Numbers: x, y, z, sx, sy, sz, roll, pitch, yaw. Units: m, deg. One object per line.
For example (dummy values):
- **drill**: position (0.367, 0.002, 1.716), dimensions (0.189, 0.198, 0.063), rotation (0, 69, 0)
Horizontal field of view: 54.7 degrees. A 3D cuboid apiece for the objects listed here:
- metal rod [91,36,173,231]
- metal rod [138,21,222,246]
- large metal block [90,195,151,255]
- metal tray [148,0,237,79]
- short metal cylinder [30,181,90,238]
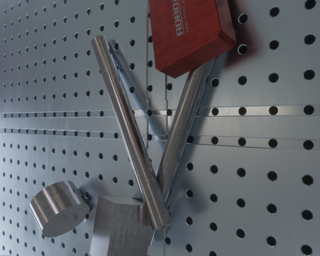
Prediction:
- **metal rod**: position (-0.046, -0.010, 0.426), dimensions (0.025, 0.025, 0.299), rotation (-39, 60, 33)
- **metal rod**: position (0.021, 0.018, 0.392), dimensions (0.025, 0.025, 0.298), rotation (28, 108, 36)
- **large metal block**: position (-0.053, 0.136, 0.408), dimensions (0.080, 0.050, 0.080), rotation (-11, 70, 65)
- **metal tray**: position (0.032, -0.134, 0.362), dimensions (0.090, 0.030, 0.130), rotation (-23, 63, 37)
- **short metal cylinder**: position (-0.164, 0.133, 0.509), dimensions (0.050, 0.081, 0.080), rotation (48, 119, 29)
